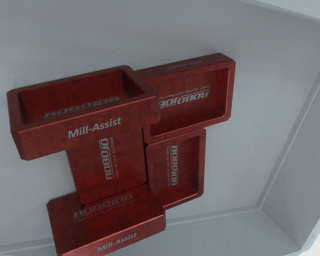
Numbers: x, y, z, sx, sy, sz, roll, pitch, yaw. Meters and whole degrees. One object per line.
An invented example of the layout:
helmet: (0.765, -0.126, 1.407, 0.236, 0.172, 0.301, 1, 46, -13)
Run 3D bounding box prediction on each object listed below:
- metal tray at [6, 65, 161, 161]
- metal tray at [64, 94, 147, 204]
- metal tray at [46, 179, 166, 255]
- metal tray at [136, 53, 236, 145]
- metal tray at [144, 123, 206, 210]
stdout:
metal tray: (-0.076, -0.022, 0.307, 0.131, 0.090, 0.030, -17, 125, -19)
metal tray: (-0.068, 0.026, 0.382, 0.091, 0.030, 0.129, -16, 125, -20)
metal tray: (-0.069, 0.112, 0.396, 0.131, 0.090, 0.030, -16, 125, -20)
metal tray: (0.032, -0.039, 0.398, 0.131, 0.030, 0.089, -16, 125, -20)
metal tray: (0.019, 0.058, 0.451, 0.091, 0.030, 0.129, -16, 125, -20)
